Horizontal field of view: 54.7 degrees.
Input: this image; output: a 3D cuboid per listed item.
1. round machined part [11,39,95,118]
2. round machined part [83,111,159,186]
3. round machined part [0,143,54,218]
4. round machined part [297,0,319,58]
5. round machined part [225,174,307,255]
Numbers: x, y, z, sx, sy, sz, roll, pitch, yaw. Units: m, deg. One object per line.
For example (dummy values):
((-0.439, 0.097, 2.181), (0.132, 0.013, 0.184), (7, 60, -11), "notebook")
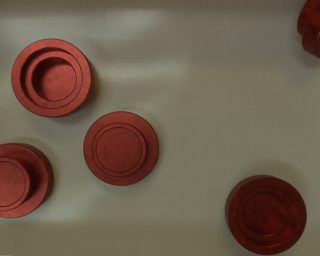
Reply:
((-0.134, -0.062, 0.401), (0.099, 0.042, 0.097), (0, 90, -1), "round machined part")
((-0.051, 0.027, 0.402), (0.099, 0.042, 0.097), (0, 90, -1), "round machined part")
((-0.194, 0.069, 0.400), (0.099, 0.042, 0.097), (0, 90, -1), "round machined part")
((0.213, -0.140, 0.387), (0.098, 0.098, 0.042), (-43, 54, 0), "round machined part")
((0.133, 0.109, 0.405), (0.099, 0.042, 0.097), (0, 90, -1), "round machined part")
